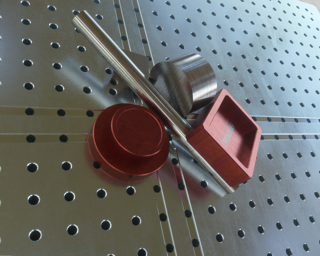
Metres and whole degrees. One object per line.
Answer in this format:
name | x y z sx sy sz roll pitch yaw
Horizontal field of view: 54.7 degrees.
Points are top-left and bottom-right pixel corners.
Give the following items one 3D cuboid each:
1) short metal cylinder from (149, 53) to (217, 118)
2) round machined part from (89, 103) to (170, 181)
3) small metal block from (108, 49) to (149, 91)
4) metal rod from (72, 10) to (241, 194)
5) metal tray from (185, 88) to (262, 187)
short metal cylinder | 0.030 -0.058 0.426 0.050 0.080 0.080 -28 78 -38
round machined part | -0.032 0.011 0.374 0.099 0.042 0.098 14 56 -21
small metal block | -0.044 -0.080 0.435 0.050 0.025 0.050 13 56 -22
metal rod | -0.001 -0.030 0.405 0.300 0.025 0.025 48 51 -5
metal tray | 0.093 0.008 0.425 0.090 0.030 0.131 46 35 -6
